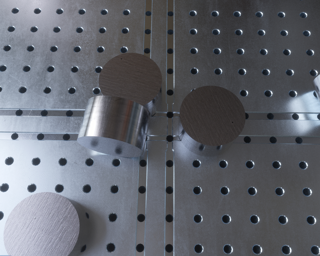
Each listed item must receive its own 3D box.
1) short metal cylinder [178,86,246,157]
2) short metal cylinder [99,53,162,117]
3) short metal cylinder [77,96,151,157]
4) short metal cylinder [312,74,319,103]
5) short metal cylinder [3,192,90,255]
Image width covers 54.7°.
[{"bbox_3d":[0.064,-0.008,0.402,0.081,0.050,0.080,0,70,0],"label":"short metal cylinder"},{"bbox_3d":[-0.038,-0.053,0.418,0.081,0.050,0.080,0,70,0],"label":"short metal cylinder"},{"bbox_3d":[-0.056,0.001,0.382,0.080,0.080,0.050,9,71,3],"label":"short metal cylinder"},{"bbox_3d":[0.249,-0.050,0.402,0.081,0.080,0.050,-10,71,-4],"label":"short metal cylinder"},{"bbox_3d":[-0.126,0.117,0.355,0.081,0.050,0.080,0,70,0],"label":"short metal cylinder"}]
